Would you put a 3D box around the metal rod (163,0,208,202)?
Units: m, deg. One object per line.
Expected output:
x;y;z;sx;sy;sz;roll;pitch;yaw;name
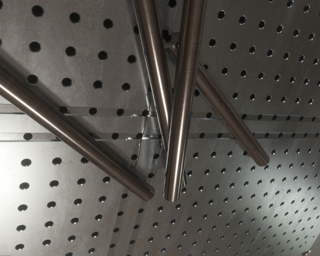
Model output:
0.028;-0.031;0.374;0.025;0.025;0.298;-10;123;-24;metal rod

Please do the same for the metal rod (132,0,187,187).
0.005;-0.034;0.394;0.025;0.025;0.298;-23;127;-15;metal rod

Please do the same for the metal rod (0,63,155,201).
-0.097;0.014;0.367;0.025;0.025;0.300;-42;130;1;metal rod

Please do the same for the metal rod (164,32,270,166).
0.098;-0.022;0.452;0.025;0.025;0.300;-45;130;3;metal rod
